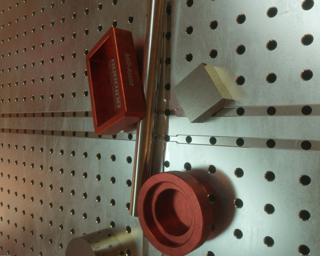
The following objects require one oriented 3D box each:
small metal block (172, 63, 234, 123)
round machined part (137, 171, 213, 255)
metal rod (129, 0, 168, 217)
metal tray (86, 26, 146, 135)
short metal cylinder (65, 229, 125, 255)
[{"bbox_3d":[0.050,-0.040,0.367,0.050,0.025,0.050,-39,67,32],"label":"small metal block"},{"bbox_3d":[0.022,0.101,0.379,0.098,0.042,0.097,0,90,39],"label":"round machined part"},{"bbox_3d":[-0.016,-0.028,0.420,0.025,0.025,0.298,9,96,39],"label":"metal rod"},{"bbox_3d":[-0.067,-0.063,0.439,0.090,0.030,0.129,-28,67,48],"label":"metal tray"},{"bbox_3d":[-0.099,0.201,0.472,0.080,0.050,0.079,0,90,39],"label":"short metal cylinder"}]
